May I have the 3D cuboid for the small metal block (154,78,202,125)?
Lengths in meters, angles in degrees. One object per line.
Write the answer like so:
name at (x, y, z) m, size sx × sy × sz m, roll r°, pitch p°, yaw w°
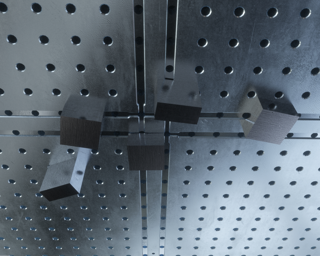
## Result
small metal block at (0.020, -0.032, 0.368) m, size 0.050 × 0.050 × 0.025 m, roll 7°, pitch 130°, yaw -6°

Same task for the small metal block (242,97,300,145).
small metal block at (0.144, -0.008, 0.407) m, size 0.050 × 0.025 × 0.050 m, roll 11°, pitch 129°, yaw -10°

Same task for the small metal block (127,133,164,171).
small metal block at (-0.019, 0.034, 0.441) m, size 0.050 × 0.025 × 0.050 m, roll -1°, pitch 130°, yaw 0°

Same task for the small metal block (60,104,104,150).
small metal block at (-0.103, -0.001, 0.410) m, size 0.050 × 0.025 × 0.050 m, roll 9°, pitch 130°, yaw -8°

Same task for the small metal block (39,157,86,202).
small metal block at (-0.143, 0.076, 0.458) m, size 0.050 × 0.050 × 0.025 m, roll -17°, pitch 128°, yaw 14°
